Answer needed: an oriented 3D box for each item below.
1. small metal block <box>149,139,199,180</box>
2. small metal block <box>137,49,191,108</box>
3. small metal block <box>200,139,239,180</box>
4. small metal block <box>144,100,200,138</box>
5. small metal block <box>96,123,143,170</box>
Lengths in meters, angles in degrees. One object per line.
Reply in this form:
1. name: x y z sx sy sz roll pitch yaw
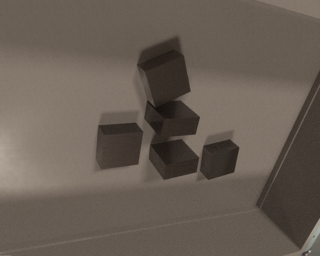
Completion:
1. small metal block: 0.018 0.042 0.431 0.050 0.050 0.025 -9 122 -24
2. small metal block: 0.006 -0.060 0.376 0.050 0.025 0.050 -26 128 -13
3. small metal block: 0.094 0.050 0.494 0.050 0.025 0.050 -11 124 -23
4. small metal block: 0.014 -0.013 0.394 0.050 0.050 0.025 -4 120 -27
5. small metal block: -0.052 0.022 0.395 0.050 0.025 0.050 -5 121 -27
